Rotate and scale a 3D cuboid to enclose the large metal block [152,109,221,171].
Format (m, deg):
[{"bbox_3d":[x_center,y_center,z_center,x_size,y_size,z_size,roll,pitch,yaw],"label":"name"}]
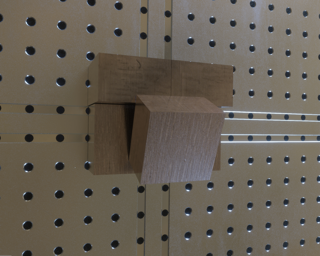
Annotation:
[{"bbox_3d":[0.032,0.014,0.410,0.081,0.050,0.079,1,90,-21],"label":"large metal block"}]

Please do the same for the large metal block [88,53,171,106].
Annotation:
[{"bbox_3d":[-0.039,-0.052,0.368,0.081,0.080,0.050,1,90,-20],"label":"large metal block"}]

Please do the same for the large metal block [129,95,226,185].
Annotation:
[{"bbox_3d":[0.015,0.011,0.335,0.081,0.050,0.079,0,114,-21],"label":"large metal block"}]

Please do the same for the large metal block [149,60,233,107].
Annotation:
[{"bbox_3d":[0.037,-0.051,0.397,0.081,0.080,0.050,1,90,-20],"label":"large metal block"}]

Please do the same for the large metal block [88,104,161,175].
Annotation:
[{"bbox_3d":[-0.044,0.013,0.382,0.081,0.050,0.079,1,90,-21],"label":"large metal block"}]
